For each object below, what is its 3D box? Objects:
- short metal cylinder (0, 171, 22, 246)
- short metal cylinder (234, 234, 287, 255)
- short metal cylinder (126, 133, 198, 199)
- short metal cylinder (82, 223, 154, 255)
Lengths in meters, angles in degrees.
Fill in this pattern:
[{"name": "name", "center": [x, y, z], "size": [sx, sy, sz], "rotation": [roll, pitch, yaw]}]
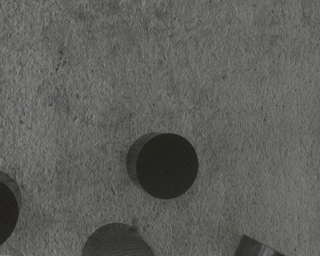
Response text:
[{"name": "short metal cylinder", "center": [-0.191, 0.085, 0.326], "size": [0.081, 0.050, 0.080], "rotation": [0, 90, -20]}, {"name": "short metal cylinder", "center": [0.145, 0.191, 0.433], "size": [0.080, 0.080, 0.050], "rotation": [30, 80, -18]}, {"name": "short metal cylinder", "center": [0.002, 0.046, 0.396], "size": [0.081, 0.050, 0.080], "rotation": [0, 90, -20]}, {"name": "short metal cylinder", "center": [-0.052, 0.163, 0.377], "size": [0.081, 0.050, 0.080], "rotation": [0, 90, -20]}]
